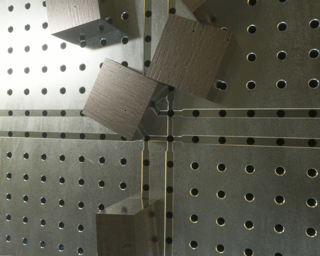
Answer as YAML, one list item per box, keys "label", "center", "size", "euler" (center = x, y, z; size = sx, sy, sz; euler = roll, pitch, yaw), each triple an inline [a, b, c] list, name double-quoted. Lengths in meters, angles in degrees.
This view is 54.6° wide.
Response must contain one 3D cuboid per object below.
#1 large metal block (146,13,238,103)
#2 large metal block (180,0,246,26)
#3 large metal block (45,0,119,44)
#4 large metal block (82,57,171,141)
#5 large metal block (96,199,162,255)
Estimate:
- label: "large metal block"
  center: [0.041, -0.085, 0.385]
  size: [0.080, 0.050, 0.080]
  euler: [24, 98, 18]
- label: "large metal block"
  center: [0.064, -0.166, 0.361]
  size: [0.080, 0.080, 0.050]
  euler: [-39, 78, 16]
- label: "large metal block"
  center: [-0.112, -0.175, 0.439]
  size: [0.080, 0.050, 0.080]
  euler: [-10, 87, 19]
- label: "large metal block"
  center: [-0.045, -0.037, 0.416]
  size: [0.080, 0.050, 0.080]
  euler: [28, 99, 18]
- label: "large metal block"
  center: [-0.037, 0.140, 0.397]
  size: [0.050, 0.080, 0.080]
  euler: [-3, 89, 20]
